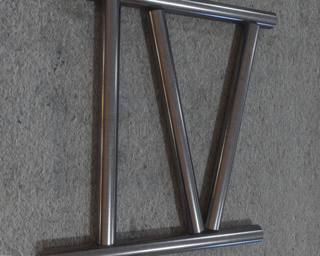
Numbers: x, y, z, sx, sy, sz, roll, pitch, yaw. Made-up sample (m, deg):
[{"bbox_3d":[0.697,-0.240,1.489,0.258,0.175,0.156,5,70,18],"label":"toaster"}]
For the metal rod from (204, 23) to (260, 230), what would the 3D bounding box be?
[{"bbox_3d":[0.104,-0.005,0.449,0.025,0.025,0.298,14,85,-20],"label":"metal rod"}]

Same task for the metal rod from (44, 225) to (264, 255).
[{"bbox_3d":[0.006,0.155,0.413,0.303,0.025,0.025,1,90,-21],"label":"metal rod"}]

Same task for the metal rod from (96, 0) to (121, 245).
[{"bbox_3d":[-0.064,-0.008,0.386,0.025,0.025,0.298,1,90,-20],"label":"metal rod"}]

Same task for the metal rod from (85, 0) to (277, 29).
[{"bbox_3d":[0.029,-0.167,0.422,0.303,0.025,0.025,1,90,-21],"label":"metal rod"}]

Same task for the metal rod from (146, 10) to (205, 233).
[{"bbox_3d":[0.021,-0.006,0.418,0.025,0.025,0.298,-12,94,-20],"label":"metal rod"}]
